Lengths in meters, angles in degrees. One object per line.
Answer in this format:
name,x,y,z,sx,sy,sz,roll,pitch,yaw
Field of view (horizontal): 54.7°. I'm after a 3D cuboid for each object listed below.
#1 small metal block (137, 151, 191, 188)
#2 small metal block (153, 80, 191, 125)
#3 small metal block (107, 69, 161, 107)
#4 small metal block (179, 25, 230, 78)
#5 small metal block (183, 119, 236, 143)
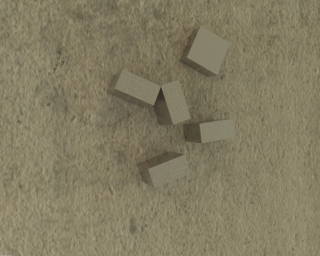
small metal block,0.004,0.052,0.398,0.050,0.050,0.025,-20,97,-19
small metal block,0.011,-0.032,0.401,0.025,0.050,0.050,-20,97,-19
small metal block,-0.034,-0.047,0.384,0.050,0.050,0.025,23,83,-19
small metal block,0.063,-0.106,0.433,0.050,0.025,0.050,26,81,-19
small metal block,0.066,0.003,0.421,0.050,0.050,0.025,-8,93,-20
